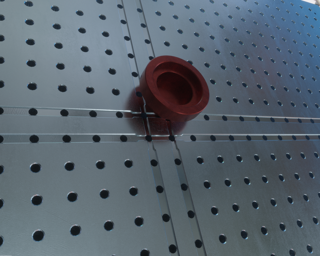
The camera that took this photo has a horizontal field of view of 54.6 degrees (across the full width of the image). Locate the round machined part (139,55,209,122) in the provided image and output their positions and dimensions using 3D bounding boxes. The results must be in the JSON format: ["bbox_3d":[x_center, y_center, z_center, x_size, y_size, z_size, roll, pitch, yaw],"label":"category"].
[{"bbox_3d":[0.017,-0.051,0.437,0.099,0.042,0.098,13,56,-21],"label":"round machined part"}]
